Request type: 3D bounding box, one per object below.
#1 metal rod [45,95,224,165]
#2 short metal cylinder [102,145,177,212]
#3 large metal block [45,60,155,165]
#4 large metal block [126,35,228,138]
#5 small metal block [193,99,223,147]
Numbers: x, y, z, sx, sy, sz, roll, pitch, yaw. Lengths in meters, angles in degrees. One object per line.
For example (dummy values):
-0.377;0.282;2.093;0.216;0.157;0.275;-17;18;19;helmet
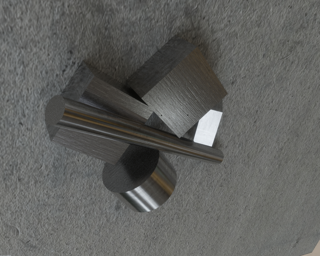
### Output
0.002;0.015;0.366;0.301;0.025;0.025;19;109;-53;metal rod
-0.025;0.059;0.395;0.080;0.080;0.050;-38;130;-3;short metal cylinder
-0.068;-0.015;0.346;0.080;0.050;0.080;28;103;-38;large metal block
0.021;-0.048;0.371;0.080;0.050;0.080;-43;130;1;large metal block
0.065;-0.011;0.418;0.025;0.050;0.050;15;116;4;small metal block
